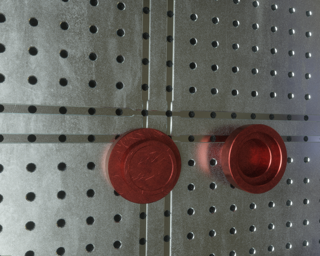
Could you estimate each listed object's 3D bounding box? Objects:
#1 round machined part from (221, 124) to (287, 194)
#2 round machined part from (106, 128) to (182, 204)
[{"bbox_3d":[0.132,0.043,0.452,0.099,0.042,0.097,0,90,-20],"label":"round machined part"},{"bbox_3d":[-0.017,0.049,0.397,0.099,0.042,0.097,0,90,-20],"label":"round machined part"}]
